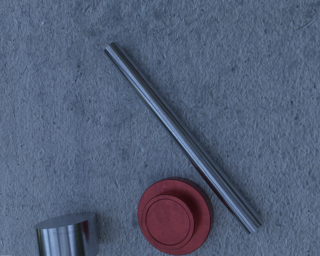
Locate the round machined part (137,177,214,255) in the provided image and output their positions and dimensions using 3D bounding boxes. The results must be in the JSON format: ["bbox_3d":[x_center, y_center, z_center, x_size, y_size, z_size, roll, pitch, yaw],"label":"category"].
[{"bbox_3d":[0.016,0.114,0.394,0.098,0.042,0.097,0,90,20],"label":"round machined part"}]

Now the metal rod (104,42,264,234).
[{"bbox_3d":[0.023,0.004,0.400,0.025,0.025,0.300,-42,77,15],"label":"metal rod"}]

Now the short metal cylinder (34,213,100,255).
[{"bbox_3d":[-0.126,0.151,0.424,0.080,0.080,0.050,-9,87,20],"label":"short metal cylinder"}]
